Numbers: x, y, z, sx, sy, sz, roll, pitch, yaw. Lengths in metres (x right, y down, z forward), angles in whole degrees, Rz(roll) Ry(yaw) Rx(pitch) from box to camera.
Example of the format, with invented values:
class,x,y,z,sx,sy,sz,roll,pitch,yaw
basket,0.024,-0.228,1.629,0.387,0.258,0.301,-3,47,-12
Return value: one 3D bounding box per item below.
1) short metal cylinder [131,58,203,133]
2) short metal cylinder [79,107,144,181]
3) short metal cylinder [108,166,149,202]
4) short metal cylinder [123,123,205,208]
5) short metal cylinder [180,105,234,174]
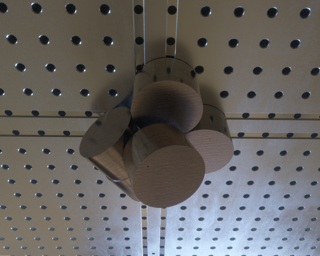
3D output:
class,x,y,z,sx,sy,sz,roll,pitch,yaw
short metal cylinder,0.008,-0.035,0.364,0.081,0.050,0.079,0,130,0
short metal cylinder,-0.054,0.019,0.391,0.080,0.080,0.050,-27,125,21
short metal cylinder,-0.027,0.052,0.419,0.080,0.080,0.050,-27,125,20
short metal cylinder,0.003,0.041,0.346,0.081,0.050,0.079,-9,119,-16
short metal cylinder,0.053,0.016,0.408,0.081,0.050,0.079,0,130,0
